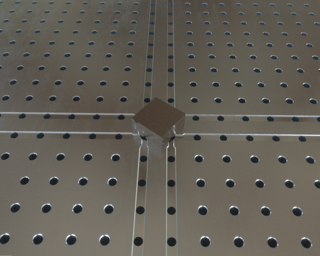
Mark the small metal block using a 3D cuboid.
[{"bbox_3d":[-0.002,-0.008,0.415,0.050,0.025,0.050,32,57,23],"label":"small metal block"}]
